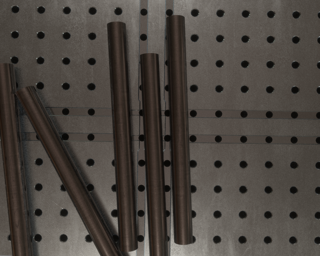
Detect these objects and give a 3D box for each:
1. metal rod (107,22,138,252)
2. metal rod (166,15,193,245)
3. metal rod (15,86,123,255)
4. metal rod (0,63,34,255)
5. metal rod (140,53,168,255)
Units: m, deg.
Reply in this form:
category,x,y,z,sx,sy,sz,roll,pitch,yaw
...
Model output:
category,x,y,z,sx,sy,sz,roll,pitch,yaw
metal rod,-0.050,0.011,0.412,0.025,0.025,0.298,-3,90,-1
metal rod,0.026,0.003,0.413,0.025,0.025,0.298,-2,90,-1
metal rod,-0.110,0.082,0.411,0.025,0.025,0.299,-28,90,0
metal rod,-0.192,0.065,0.410,0.025,0.025,0.298,-6,90,-1
metal rod,-0.007,0.052,0.413,0.025,0.025,0.298,-3,90,-1
